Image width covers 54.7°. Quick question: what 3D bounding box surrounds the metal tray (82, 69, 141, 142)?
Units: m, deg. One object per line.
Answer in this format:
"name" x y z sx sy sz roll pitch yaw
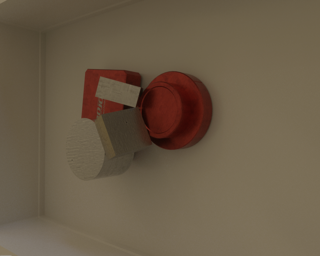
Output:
"metal tray" -0.076 -0.020 0.459 0.090 0.030 0.129 10 96 39

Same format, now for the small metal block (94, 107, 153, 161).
"small metal block" -0.044 0.006 0.372 0.025 0.050 0.050 -33 76 55

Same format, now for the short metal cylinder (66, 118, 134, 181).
"short metal cylinder" -0.081 0.027 0.413 0.080 0.050 0.079 0 90 39

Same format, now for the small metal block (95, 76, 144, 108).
"small metal block" -0.049 -0.045 0.393 0.050 0.050 0.025 16 96 1

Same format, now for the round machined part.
"round machined part" 0.011 -0.022 0.382 0.098 0.042 0.097 0 90 39
